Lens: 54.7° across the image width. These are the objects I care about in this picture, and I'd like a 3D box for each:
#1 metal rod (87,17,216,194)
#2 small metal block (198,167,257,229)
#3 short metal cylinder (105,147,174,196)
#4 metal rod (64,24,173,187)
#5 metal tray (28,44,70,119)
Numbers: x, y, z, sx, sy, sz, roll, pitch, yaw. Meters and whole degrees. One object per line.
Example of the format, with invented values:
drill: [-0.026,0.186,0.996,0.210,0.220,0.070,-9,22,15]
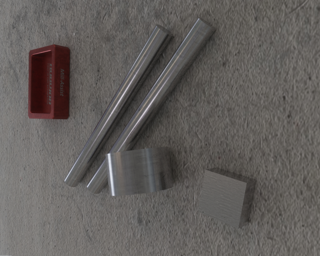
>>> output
metal rod: [-0.025,-0.014,0.425,0.025,0.025,0.298,51,120,28]
small metal block: [0.074,0.076,0.344,0.050,0.025,0.050,14,99,39]
short metal cylinder: [-0.026,0.053,0.390,0.080,0.081,0.050,-12,83,39]
metal rod: [-0.073,-0.018,0.464,0.025,0.025,0.298,51,119,28]
metal tray: [-0.206,-0.081,0.571,0.090,0.030,0.129,2,91,40]
